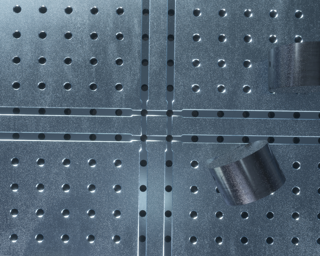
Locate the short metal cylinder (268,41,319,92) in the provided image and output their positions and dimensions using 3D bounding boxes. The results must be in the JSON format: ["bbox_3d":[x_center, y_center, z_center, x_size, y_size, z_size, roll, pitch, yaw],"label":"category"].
[{"bbox_3d":[0.178,-0.073,0.387,0.081,0.080,0.050,0,90,0],"label":"short metal cylinder"}]

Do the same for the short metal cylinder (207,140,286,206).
[{"bbox_3d":[0.107,0.055,0.387,0.080,0.080,0.050,-26,90,0],"label":"short metal cylinder"}]
